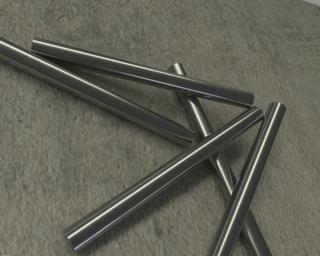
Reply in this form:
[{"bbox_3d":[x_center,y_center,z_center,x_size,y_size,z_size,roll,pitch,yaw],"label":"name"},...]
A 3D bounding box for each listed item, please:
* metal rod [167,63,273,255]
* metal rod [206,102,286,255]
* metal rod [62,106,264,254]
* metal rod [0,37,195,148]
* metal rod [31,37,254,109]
[{"bbox_3d":[0.076,0.039,0.422,0.025,0.025,0.299,-9,66,-32],"label":"metal rod"},{"bbox_3d":[0.101,0.082,0.378,0.025,0.025,0.301,35,61,-6],"label":"metal rod"},{"bbox_3d":[0.026,0.044,0.370,0.302,0.025,0.025,-30,78,-31],"label":"metal rod"},{"bbox_3d":[-0.092,-0.048,0.384,0.301,0.025,0.025,26,53,-13],"label":"metal rod"},{"bbox_3d":[-0.012,-0.070,0.418,0.302,0.025,0.025,12,56,-14],"label":"metal rod"}]
